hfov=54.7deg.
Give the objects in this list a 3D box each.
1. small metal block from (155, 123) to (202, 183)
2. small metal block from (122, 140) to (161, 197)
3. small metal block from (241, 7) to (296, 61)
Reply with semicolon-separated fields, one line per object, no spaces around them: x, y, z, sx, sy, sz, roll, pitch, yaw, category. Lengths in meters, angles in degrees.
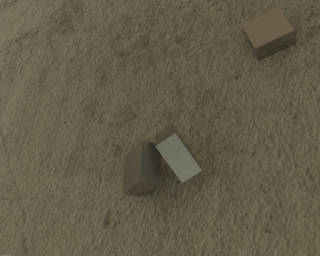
0.019;0.027;0.347;0.025;0.050;0.050;-34;11;5;small metal block
-0.022;0.049;0.368;0.050;0.025;0.050;-44;38;50;small metal block
0.141;-0.123;0.405;0.050;0.025;0.050;-23;53;13;small metal block
